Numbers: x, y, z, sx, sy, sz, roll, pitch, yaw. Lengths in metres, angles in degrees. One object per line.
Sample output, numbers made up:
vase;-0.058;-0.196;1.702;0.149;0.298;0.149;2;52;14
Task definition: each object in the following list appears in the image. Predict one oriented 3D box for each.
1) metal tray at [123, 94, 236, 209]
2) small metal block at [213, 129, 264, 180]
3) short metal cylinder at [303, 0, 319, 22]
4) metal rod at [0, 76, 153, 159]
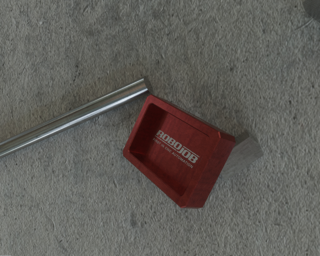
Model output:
metal tray;0.015;0.023;0.369;0.130;0.030;0.090;34;102;45
small metal block;0.090;0.030;0.362;0.050;0.050;0.025;-37;89;16
short metal cylinder;0.196;-0.134;0.311;0.080;0.080;0.050;31;100;17
metal rod;-0.149;-0.006;0.459;0.300;0.025;0.025;-21;83;18
